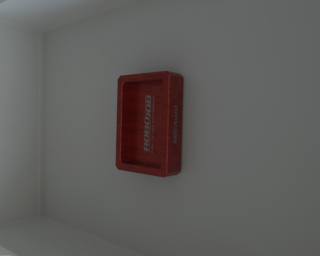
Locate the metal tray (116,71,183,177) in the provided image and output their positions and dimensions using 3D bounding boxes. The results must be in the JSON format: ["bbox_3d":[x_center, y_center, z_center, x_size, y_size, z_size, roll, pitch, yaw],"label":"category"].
[{"bbox_3d":[-0.016,-0.006,0.411,0.090,0.030,0.129,2,91,39],"label":"metal tray"}]
